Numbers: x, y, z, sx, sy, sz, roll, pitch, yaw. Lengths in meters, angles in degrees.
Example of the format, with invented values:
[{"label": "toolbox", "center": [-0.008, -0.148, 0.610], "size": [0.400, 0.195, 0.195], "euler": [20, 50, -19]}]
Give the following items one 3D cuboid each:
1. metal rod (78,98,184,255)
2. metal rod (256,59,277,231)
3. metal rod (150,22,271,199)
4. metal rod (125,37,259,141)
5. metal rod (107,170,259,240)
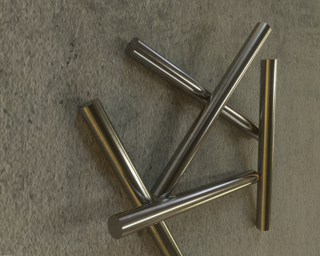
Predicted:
[{"label": "metal rod", "center": [-0.017, 0.100, 0.389], "size": [0.025, 0.025, 0.299], "euler": [-39, 114, -33]}, {"label": "metal rod", "center": [0.180, 0.036, 0.527], "size": [0.025, 0.025, 0.298], "euler": [-14, 108, -39]}, {"label": "metal rod", "center": [0.077, -0.031, 0.438], "size": [0.025, 0.025, 0.300], "euler": [42, 74, -32]}, {"label": "metal rod", "center": [0.073, -0.043, 0.465], "size": [0.301, 0.025, 0.025], "euler": [27, 73, -37]}, {"label": "metal rod", "center": [0.057, 0.094, 0.430], "size": [0.302, 0.025, 0.025], "euler": [-5, 93, -46]}]
